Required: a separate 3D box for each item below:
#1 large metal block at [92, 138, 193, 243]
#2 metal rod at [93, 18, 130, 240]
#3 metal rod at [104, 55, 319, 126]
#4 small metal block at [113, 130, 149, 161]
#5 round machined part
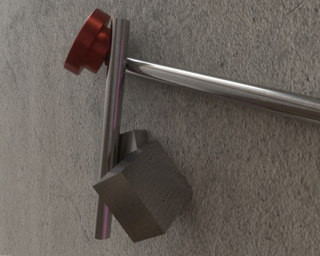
[{"bbox_3d":[-0.017,0.071,0.364,0.050,0.080,0.080,-30,97,36],"label":"large metal block"},{"bbox_3d":[-0.067,0.005,0.425,0.025,0.025,0.298,10,97,39],"label":"metal rod"},{"bbox_3d":[0.038,-0.057,0.371,0.300,0.025,0.025,21,103,37],"label":"metal rod"},{"bbox_3d":[-0.042,0.032,0.437,0.050,0.025,0.050,-18,79,38],"label":"small metal block"},{"bbox_3d":[-0.095,-0.117,0.447,0.097,0.042,0.098,-55,14,21],"label":"round machined part"}]
